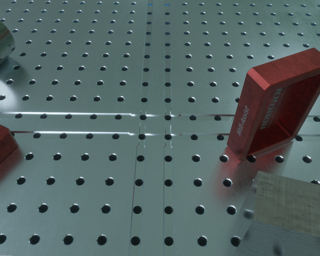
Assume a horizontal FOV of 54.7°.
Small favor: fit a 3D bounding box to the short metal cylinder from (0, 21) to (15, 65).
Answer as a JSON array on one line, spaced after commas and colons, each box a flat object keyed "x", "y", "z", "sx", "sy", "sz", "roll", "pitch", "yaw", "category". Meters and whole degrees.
[{"x": -0.277, "y": -0.132, "z": 0.480, "sx": 0.080, "sy": 0.080, "sz": 0.050, "roll": 13, "pitch": 51, "yaw": 10, "category": "short metal cylinder"}]

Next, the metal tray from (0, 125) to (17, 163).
[{"x": -0.261, "y": 0.018, "z": 0.385, "sx": 0.130, "sy": 0.030, "sz": 0.090, "roll": 22, "pitch": 53, "yaw": 17, "category": "metal tray"}]

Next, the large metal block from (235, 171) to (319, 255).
[{"x": 0.123, "y": 0.092, "z": 0.296, "sx": 0.080, "sy": 0.080, "sz": 0.050, "roll": 12, "pitch": 51, "yaw": 10, "category": "large metal block"}]

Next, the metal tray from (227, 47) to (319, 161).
[{"x": 0.134, "y": -0.022, "z": 0.360, "sx": 0.091, "sy": 0.129, "sz": 0.030, "roll": -20, "pitch": 53, "yaw": -16, "category": "metal tray"}]
